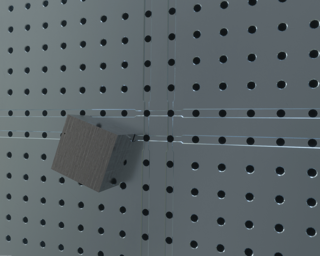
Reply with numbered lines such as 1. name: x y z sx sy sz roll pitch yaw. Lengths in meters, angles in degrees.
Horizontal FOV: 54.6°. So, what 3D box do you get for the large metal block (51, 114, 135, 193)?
1. large metal block: -0.093 0.032 0.433 0.080 0.050 0.080 21 97 18
